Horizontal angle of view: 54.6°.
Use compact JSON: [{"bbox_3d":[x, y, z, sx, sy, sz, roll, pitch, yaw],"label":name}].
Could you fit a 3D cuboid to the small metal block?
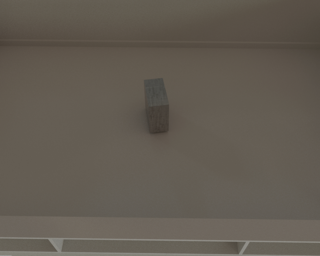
[{"bbox_3d":[-0.005,-0.030,0.409,0.025,0.050,0.050,-7,50,-5],"label":"small metal block"}]
